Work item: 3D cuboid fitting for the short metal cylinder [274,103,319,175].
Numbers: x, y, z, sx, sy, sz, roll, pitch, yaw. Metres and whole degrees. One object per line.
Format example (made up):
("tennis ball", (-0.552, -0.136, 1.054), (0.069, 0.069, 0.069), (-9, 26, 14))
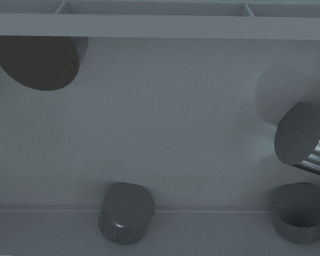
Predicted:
("short metal cylinder", (0.191, 0.015, 0.387), (0.050, 0.080, 0.079), (18, 128, -15))

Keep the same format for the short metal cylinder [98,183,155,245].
("short metal cylinder", (-0.053, 0.134, 0.486), (0.081, 0.080, 0.050), (13, 129, -11))

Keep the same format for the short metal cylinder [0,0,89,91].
("short metal cylinder", (-0.119, -0.085, 0.319), (0.081, 0.050, 0.079), (0, 130, 0))

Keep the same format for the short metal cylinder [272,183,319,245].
("short metal cylinder", (0.221, 0.135, 0.489), (0.080, 0.080, 0.050), (-12, 129, 10))
